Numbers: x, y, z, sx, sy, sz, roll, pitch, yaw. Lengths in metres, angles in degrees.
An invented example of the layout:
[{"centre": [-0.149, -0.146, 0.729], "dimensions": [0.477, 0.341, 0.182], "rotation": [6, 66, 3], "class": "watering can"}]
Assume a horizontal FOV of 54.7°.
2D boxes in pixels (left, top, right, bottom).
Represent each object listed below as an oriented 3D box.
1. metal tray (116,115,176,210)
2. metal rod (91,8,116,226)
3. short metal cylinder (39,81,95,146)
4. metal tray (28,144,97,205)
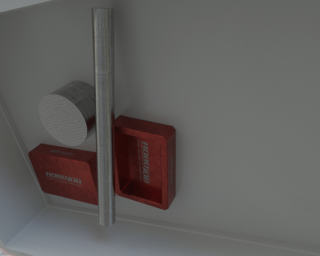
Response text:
[{"centre": [-0.025, 0.052, 0.448], "dimensions": [0.090, 0.030, 0.129], "rotation": [12, 124, 21], "class": "metal tray"}, {"centre": [-0.072, 0.002, 0.406], "dimensions": [0.025, 0.025, 0.298], "rotation": [12, 115, 21], "class": "metal rod"}, {"centre": [-0.123, -0.021, 0.442], "dimensions": [0.080, 0.050, 0.079], "rotation": [13, 124, 20], "class": "short metal cylinder"}, {"centre": [-0.157, 0.079, 0.535], "dimensions": [0.130, 0.030, 0.089], "rotation": [6, 121, 24], "class": "metal tray"}]
